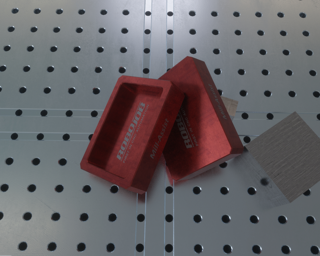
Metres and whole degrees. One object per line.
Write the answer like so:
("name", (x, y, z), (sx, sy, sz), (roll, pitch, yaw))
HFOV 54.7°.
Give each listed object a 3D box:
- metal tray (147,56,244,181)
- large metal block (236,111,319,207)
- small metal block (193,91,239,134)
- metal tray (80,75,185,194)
("metal tray", (0.035, -0.011, 0.385), (0.090, 0.030, 0.130), (-33, 67, 34))
("large metal block", (0.156, 0.039, 0.385), (0.080, 0.050, 0.080), (-32, 73, -11))
("small metal block", (0.068, -0.018, 0.403), (0.050, 0.050, 0.025), (18, 58, 6))
("metal tray", (-0.034, 0.003, 0.374), (0.090, 0.030, 0.130), (14, 77, 39))
